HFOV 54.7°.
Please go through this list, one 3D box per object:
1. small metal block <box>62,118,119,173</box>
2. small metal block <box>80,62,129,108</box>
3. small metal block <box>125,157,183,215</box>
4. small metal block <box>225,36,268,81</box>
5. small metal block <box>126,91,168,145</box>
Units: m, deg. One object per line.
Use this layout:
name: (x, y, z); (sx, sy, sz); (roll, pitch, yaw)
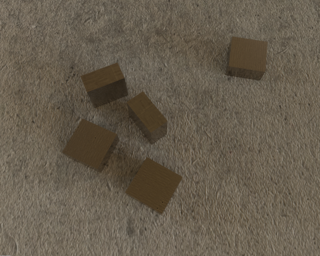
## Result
small metal block: (-0.088, 0.023, 0.399); (0.050, 0.025, 0.050); (24, 72, 8)
small metal block: (-0.073, -0.056, 0.415); (0.050, 0.050, 0.025); (-23, 72, -8)
small metal block: (-0.007, 0.072, 0.382); (0.050, 0.025, 0.050); (28, 72, 10)
small metal block: (0.124, -0.100, 0.445); (0.050, 0.025, 0.050); (10, 70, 3)
small metal block: (-0.016, -0.012, 0.399); (0.025, 0.050, 0.050); (-36, 74, -12)
